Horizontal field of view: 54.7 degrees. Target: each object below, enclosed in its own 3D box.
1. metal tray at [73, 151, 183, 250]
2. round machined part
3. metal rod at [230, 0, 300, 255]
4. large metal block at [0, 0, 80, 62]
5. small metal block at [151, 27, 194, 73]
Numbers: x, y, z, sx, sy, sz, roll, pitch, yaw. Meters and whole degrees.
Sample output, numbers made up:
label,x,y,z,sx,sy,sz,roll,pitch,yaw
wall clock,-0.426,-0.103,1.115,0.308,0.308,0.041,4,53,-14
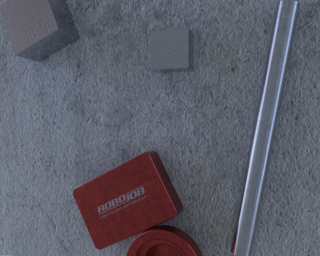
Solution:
label,x,y,z,sx,sy,sz,roll,pitch,yaw
metal tray,-0.046,0.099,0.422,0.130,0.030,0.090,-29,81,17
round machined part,0.009,0.173,0.397,0.098,0.042,0.097,0,90,19
metal rod,0.123,0.004,0.365,0.025,0.025,0.298,11,94,19
large metal block,-0.178,-0.156,0.458,0.080,0.050,0.080,-24,82,18
small metal block,0.016,-0.100,0.403,0.050,0.025,0.050,0,90,20
